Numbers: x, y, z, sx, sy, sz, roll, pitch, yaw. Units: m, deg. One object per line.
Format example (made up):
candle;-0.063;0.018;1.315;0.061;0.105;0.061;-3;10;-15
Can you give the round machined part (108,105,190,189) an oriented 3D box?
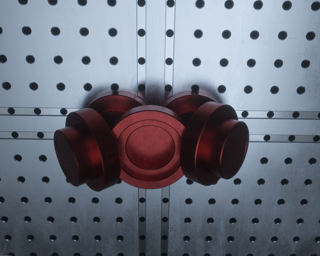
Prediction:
round machined part;-0.011;0.019;0.365;0.099;0.042;0.097;0;110;-1

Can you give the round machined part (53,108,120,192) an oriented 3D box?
round machined part;-0.090;0.029;0.359;0.042;0.098;0.097;-20;115;-33

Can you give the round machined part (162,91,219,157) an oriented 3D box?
round machined part;0.043;0.004;0.406;0.099;0.042;0.097;0;110;-1

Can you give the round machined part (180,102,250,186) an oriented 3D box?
round machined part;0.069;0.021;0.359;0.042;0.099;0.097;17;116;37

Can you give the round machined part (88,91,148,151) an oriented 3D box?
round machined part;-0.056;0.004;0.405;0.099;0.042;0.097;0;110;-1
